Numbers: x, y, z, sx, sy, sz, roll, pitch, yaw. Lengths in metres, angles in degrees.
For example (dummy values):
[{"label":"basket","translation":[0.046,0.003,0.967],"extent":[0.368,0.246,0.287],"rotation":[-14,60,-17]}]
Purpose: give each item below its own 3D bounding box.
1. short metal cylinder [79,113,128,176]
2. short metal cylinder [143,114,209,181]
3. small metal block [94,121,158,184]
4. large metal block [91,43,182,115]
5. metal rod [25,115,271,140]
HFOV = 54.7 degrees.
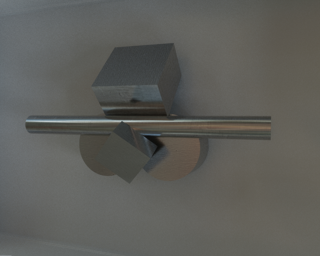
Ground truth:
[{"label":"short metal cylinder","translation":[-0.059,0.021,0.416],"extent":[0.080,0.050,0.079],"rotation":[0,90,19]},{"label":"short metal cylinder","translation":[0.016,0.023,0.389],"extent":[0.080,0.050,0.079],"rotation":[0,90,19]},{"label":"small metal block","translation":[-0.039,0.029,0.357],"extent":[0.050,0.025,0.050],"rotation":[36,124,-3]},{"label":"large metal block","translation":[-0.025,-0.058,0.382],"extent":[0.080,0.050,0.080],"rotation":[1,47,19]},{"label":"metal rod","translation":[-0.029,-0.002,0.365],"extent":[0.301,0.025,0.025],"rotation":[1,90,19]}]
